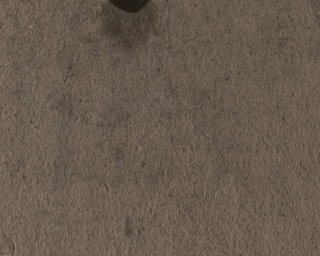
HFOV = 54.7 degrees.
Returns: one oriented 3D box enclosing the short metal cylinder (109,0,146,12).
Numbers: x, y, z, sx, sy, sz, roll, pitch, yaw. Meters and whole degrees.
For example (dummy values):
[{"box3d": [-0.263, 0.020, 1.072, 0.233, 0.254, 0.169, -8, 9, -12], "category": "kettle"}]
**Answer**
[{"box3d": [-0.049, -0.222, 0.459, 0.080, 0.080, 0.050, 34, 73, 11], "category": "short metal cylinder"}]
